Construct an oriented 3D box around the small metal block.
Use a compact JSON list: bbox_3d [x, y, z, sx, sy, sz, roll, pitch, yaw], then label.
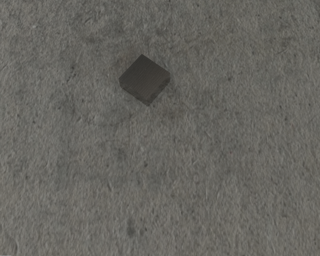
[{"bbox_3d":[-0.021,-0.067,0.432,0.050,0.025,0.050,36,74,12],"label":"small metal block"}]
